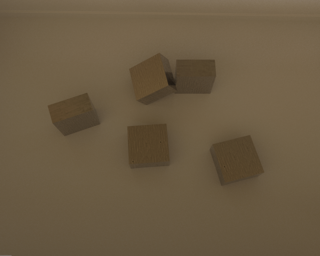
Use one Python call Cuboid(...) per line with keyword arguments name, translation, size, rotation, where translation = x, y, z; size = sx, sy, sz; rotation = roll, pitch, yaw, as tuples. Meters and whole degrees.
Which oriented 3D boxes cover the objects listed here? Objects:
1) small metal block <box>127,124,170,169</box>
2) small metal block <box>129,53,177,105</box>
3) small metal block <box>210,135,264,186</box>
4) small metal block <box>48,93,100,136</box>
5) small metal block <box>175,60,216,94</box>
Cuboid(name="small metal block", translation=(-0.015, 0.024, 0.401), size=(0.050, 0.025, 0.050), rotation=(-4, 70, -2))
Cuboid(name="small metal block", translation=(-0.010, -0.066, 0.422), size=(0.050, 0.025, 0.050), rotation=(-23, 69, 24))
Cuboid(name="small metal block", translation=(0.097, 0.041, 0.395), size=(0.050, 0.025, 0.050), rotation=(-14, 71, -5))
Cuboid(name="small metal block", translation=(-0.110, -0.016, 0.401), size=(0.050, 0.050, 0.025), rotation=(-19, 71, -7))
Cuboid(name="small metal block", translation=(0.046, -0.069, 0.422), size=(0.050, 0.050, 0.025), rotation=(0, 70, 0))
